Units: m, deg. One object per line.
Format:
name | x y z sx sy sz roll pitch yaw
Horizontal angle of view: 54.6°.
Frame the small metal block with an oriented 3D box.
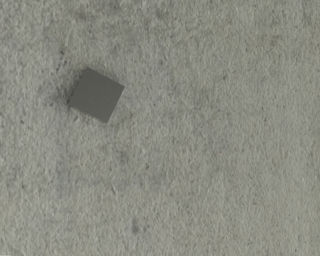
small metal block | -0.079 -0.039 0.380 0.050 0.025 0.050 27 81 -18
